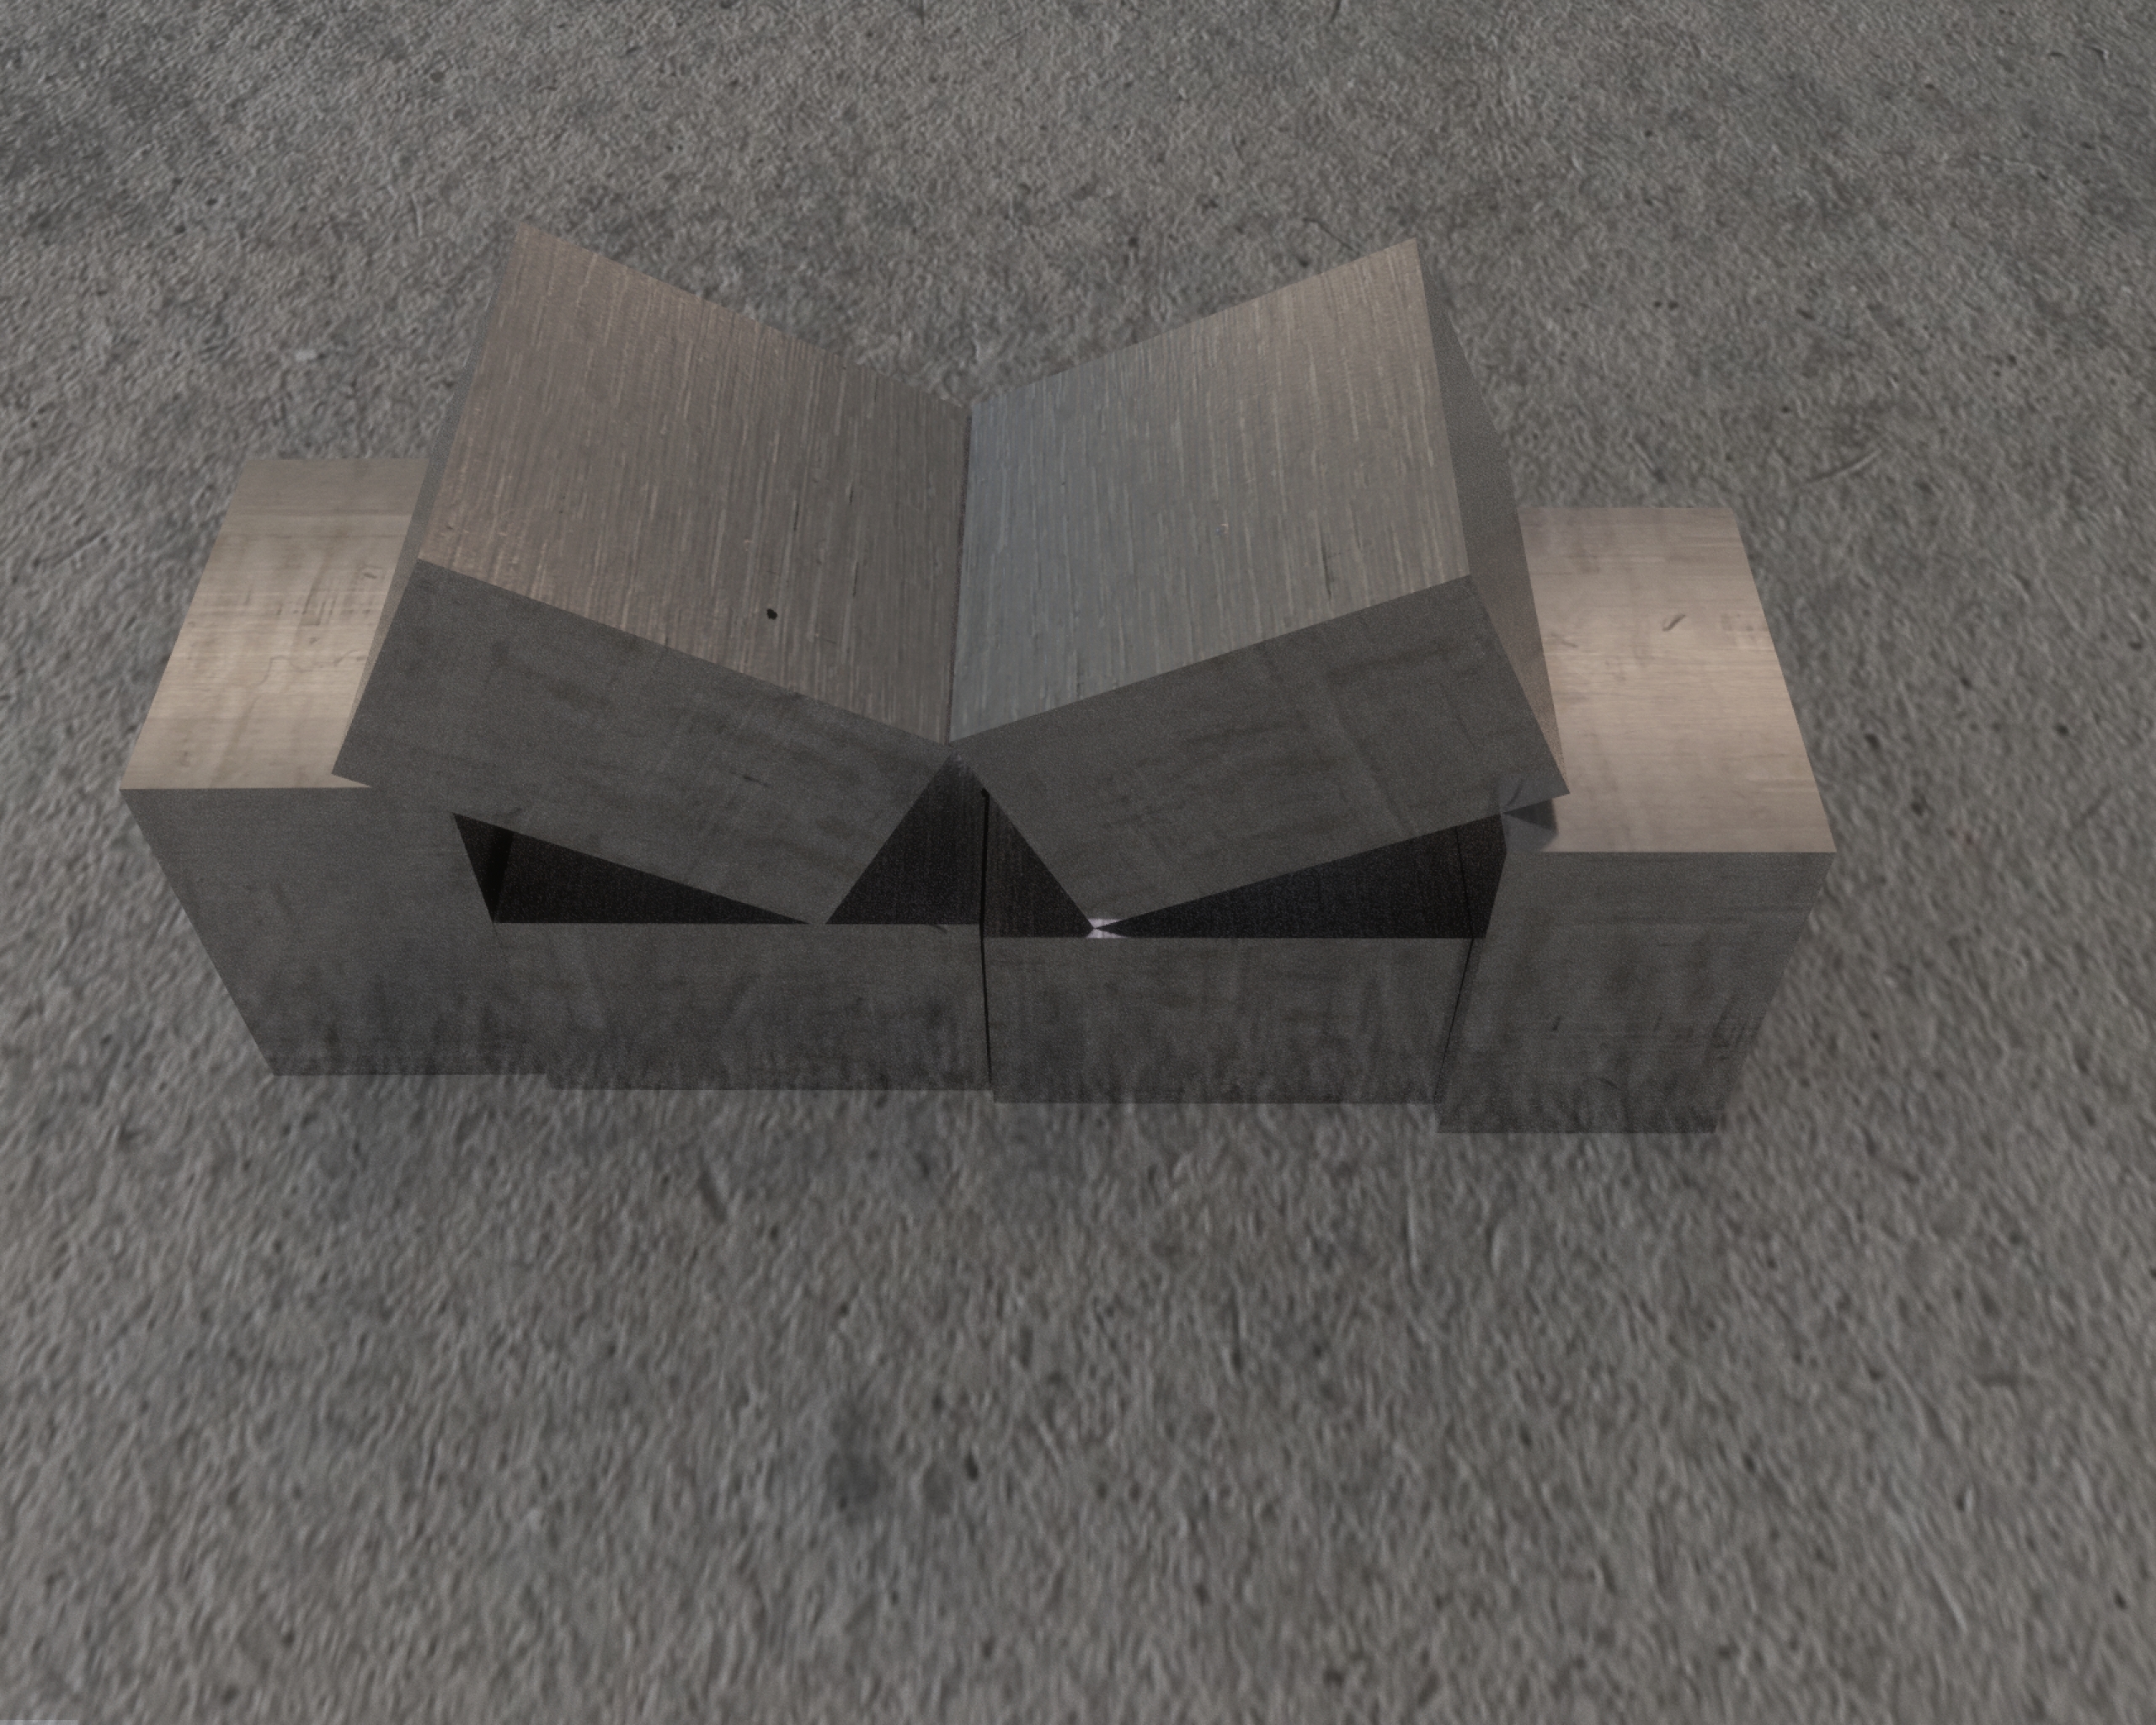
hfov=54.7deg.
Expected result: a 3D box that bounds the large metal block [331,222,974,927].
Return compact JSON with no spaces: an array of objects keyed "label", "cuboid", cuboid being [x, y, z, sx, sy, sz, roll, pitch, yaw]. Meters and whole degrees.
[{"label":"large metal block","cuboid":[-0.066,-0.046,0.339,0.081,0.050,0.080,19,47,-21]}]

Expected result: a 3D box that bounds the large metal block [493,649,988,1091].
[{"label":"large metal block","cuboid":[-0.056,-0.005,0.390,0.081,0.050,0.080,0,50,0]}]

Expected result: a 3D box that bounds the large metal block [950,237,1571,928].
[{"label":"large metal block","cuboid":[0.029,-0.045,0.340,0.080,0.050,0.080,-17,47,20]}]

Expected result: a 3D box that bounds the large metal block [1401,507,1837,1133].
[{"label":"large metal block","cuboid":[0.090,-0.007,0.374,0.050,0.080,0.080,0,50,0]}]

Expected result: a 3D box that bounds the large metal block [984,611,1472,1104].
[{"label":"large metal block","cuboid":[0.025,-0.002,0.389,0.080,0.050,0.080,0,50,0]}]

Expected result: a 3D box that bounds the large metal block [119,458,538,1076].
[{"label":"large metal block","cuboid":[-0.124,-0.017,0.381,0.050,0.080,0.080,0,50,0]}]
